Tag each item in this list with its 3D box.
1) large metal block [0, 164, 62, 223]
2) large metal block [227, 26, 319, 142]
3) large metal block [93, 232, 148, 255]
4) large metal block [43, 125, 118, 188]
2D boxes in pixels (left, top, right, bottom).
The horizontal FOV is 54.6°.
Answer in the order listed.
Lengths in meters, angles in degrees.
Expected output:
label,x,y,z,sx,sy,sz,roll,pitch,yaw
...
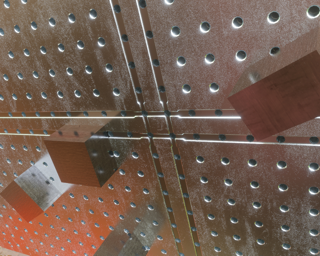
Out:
label,x,y,z,sx,sy,sz,roll,pitch,yaw
large metal block,-0.255,0.131,0.612,0.080,0.050,0.080,49,129,-7
large metal block,0.119,-0.042,0.287,0.080,0.080,0.050,-29,102,38
large metal block,-0.082,0.246,0.572,0.080,0.080,0.050,-26,104,37
large metal block,-0.122,0.042,0.487,0.080,0.050,0.080,1,119,27
